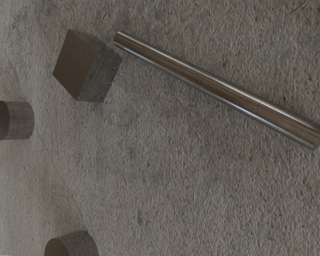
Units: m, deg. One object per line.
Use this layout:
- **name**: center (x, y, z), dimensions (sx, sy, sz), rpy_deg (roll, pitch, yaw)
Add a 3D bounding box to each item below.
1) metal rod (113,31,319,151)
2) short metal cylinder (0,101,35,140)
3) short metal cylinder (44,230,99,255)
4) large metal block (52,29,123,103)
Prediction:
- **metal rod**: center (0.045, -0.060, 0.368), dimensions (0.300, 0.025, 0.025), rpy_deg (35, 111, 34)
- **short metal cylinder**: center (-0.303, -0.015, 0.639), dimensions (0.080, 0.050, 0.080), rpy_deg (0, 90, 40)
- **short metal cylinder**: center (-0.146, 0.215, 0.509), dimensions (0.080, 0.050, 0.080), rpy_deg (0, 90, 40)
- **large metal block**: center (-0.115, -0.096, 0.484), dimensions (0.080, 0.050, 0.080), rpy_deg (43, 116, 31)
